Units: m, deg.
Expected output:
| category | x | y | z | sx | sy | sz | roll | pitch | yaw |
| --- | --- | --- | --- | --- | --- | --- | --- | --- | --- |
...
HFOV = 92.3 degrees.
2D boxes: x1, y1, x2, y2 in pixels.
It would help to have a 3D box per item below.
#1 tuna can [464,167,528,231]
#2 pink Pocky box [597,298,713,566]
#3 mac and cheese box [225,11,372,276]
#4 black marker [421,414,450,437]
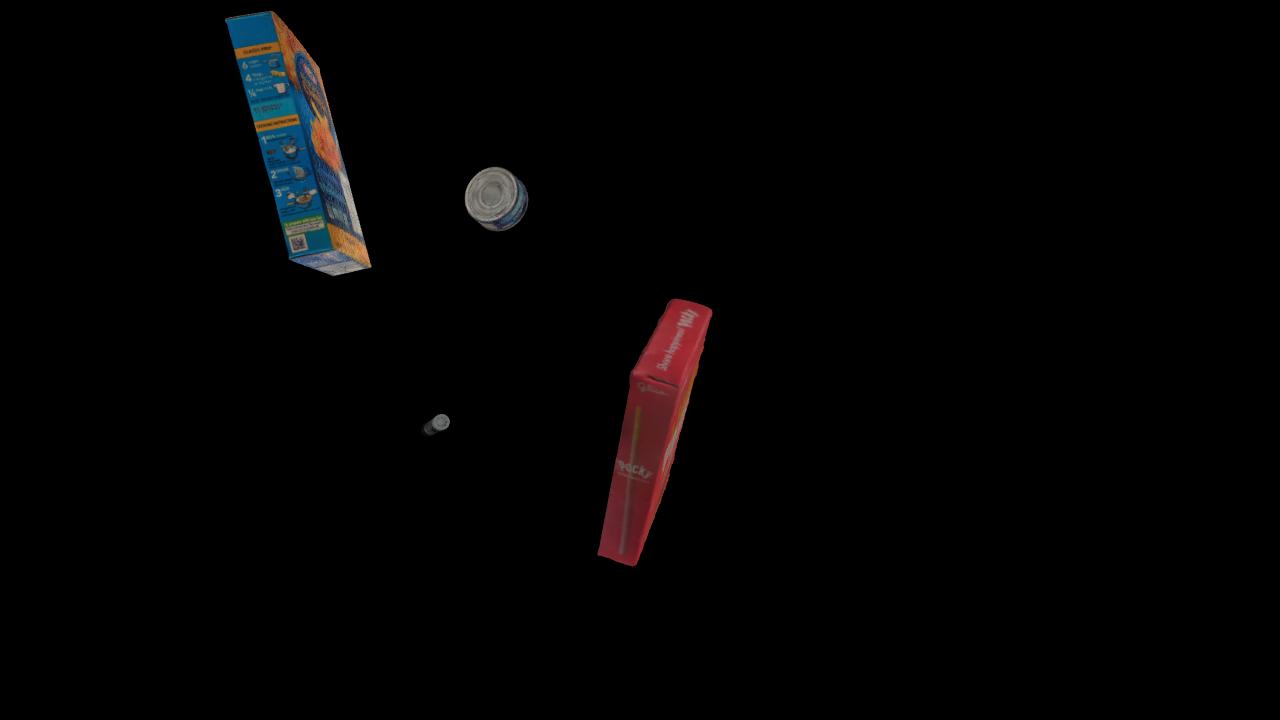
| category | x | y | z | sx | sy | sz | roll | pitch | yaw |
| --- | --- | --- | --- | --- | --- | --- | --- | --- | --- |
| tuna can | -0.201 | -0.226 | 0.860 | 0.084 | 0.084 | 0.034 | 0 | -9 | 14 |
| pink Pocky box | 0.008 | 0.047 | 0.380 | 0.029 | 0.155 | 0.084 | 17 | 37 | 8 |
| mac and cheese box | -0.271 | -0.166 | 0.498 | 0.041 | 0.184 | 0.093 | -14 | 2 | -6 |
| black marker | -0.259 | 0.083 | 0.774 | 0.020 | 0.020 | 0.121 | 0 | -11 | -27 |
